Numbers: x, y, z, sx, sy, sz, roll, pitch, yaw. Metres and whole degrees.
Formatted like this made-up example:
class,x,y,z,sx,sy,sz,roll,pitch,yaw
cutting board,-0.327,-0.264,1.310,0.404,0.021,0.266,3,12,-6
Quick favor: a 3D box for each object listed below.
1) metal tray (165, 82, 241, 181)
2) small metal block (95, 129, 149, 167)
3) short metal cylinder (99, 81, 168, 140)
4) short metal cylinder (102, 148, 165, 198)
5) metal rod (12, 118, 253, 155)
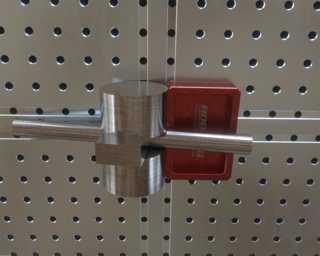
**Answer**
class,x,y,z,sx,sy,sz,roll,pitch,yaw
metal tray,0.053,0.006,0.413,0.091,0.030,0.129,1,110,-1
small metal block,-0.042,0.021,0.356,0.050,0.050,0.025,4,110,7
short metal cylinder,-0.031,-0.024,0.373,0.081,0.080,0.050,1,110,-1
short metal cylinder,-0.034,0.046,0.400,0.081,0.080,0.050,1,110,-1
metal rod,-0.040,0.009,0.391,0.302,0.025,0.025,4,110,7
